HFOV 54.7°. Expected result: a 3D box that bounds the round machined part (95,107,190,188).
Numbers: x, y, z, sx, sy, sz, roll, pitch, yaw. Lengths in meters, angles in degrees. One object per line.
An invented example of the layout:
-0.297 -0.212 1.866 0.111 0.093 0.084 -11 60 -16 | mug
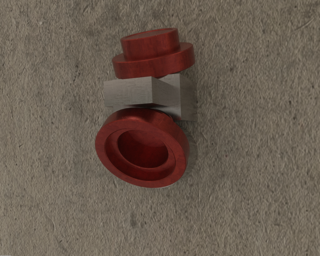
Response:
-0.016 0.017 0.336 0.098 0.042 0.097 9 131 11 | round machined part

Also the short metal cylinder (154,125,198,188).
0.003 0.033 0.396 0.080 0.050 0.079 0 90 19 | short metal cylinder

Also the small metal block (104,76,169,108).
-0.023 -0.034 0.318 0.050 0.050 0.025 -3 89 20 | small metal block

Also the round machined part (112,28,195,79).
-0.010 -0.092 0.370 0.098 0.098 0.042 -2 114 19 | round machined part

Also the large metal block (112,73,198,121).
-0.003 -0.032 0.380 0.080 0.080 0.050 -2 90 19 | large metal block
